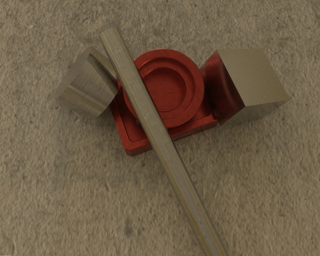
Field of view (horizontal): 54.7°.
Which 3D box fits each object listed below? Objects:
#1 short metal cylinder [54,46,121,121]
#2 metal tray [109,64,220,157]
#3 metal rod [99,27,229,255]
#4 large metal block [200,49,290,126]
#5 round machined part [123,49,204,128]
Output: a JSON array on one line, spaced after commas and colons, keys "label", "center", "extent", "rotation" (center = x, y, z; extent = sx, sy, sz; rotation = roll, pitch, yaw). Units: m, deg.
[{"label": "short metal cylinder", "center": [-0.089, -0.056, 0.393], "extent": [0.050, 0.080, 0.080], "rotation": [35, 69, -26]}, {"label": "metal tray", "center": [0.003, -0.026, 0.416], "extent": [0.131, 0.030, 0.090], "rotation": [-19, 71, -8]}, {"label": "metal rod", "center": [0.006, 0.026, 0.354], "extent": [0.025, 0.025, 0.299], "rotation": [-26, 89, -9]}, {"label": "large metal block", "center": [0.105, -0.054, 0.399], "extent": [0.081, 0.050, 0.080], "rotation": [-10, 68, -32]}, {"label": "round machined part", "center": [0.003, -0.046, 0.392], "extent": [0.099, 0.042, 0.097], "rotation": [0, 85, -5]}]
